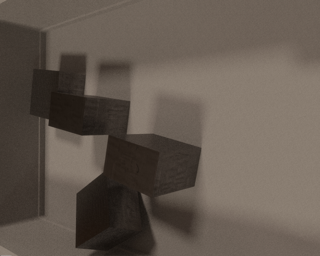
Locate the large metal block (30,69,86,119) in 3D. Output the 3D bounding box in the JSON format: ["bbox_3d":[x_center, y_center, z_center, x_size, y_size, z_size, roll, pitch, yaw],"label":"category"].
[{"bbox_3d":[-0.177,-0.057,0.533,0.080,0.050,0.079,12,98,39],"label":"large metal block"}]

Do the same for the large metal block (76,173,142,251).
[{"bbox_3d":[-0.074,0.116,0.432,0.080,0.050,0.080,-39,45,32],"label":"large metal block"}]

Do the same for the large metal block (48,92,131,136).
[{"bbox_3d":[-0.103,-0.021,0.453,0.080,0.081,0.050,12,98,39],"label":"large metal block"}]

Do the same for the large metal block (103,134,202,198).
[{"bbox_3d":[-0.009,0.040,0.377,0.080,0.081,0.050,15,100,38],"label":"large metal block"}]
